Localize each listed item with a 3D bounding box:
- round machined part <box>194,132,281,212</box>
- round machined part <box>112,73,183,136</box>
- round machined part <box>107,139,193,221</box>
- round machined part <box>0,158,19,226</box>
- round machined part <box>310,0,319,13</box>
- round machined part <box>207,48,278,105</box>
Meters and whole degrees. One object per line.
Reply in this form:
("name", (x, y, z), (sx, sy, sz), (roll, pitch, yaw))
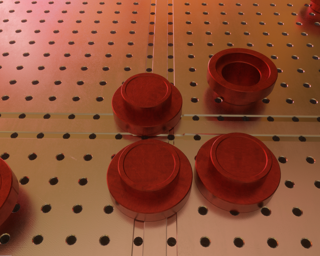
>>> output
("round machined part", (0.090, 0.044, 0.361), (0.099, 0.042, 0.098), (0, 50, 0))
("round machined part", (-0.018, -0.039, 0.430), (0.099, 0.042, 0.098), (0, 50, 0))
("round machined part", (-0.012, 0.051, 0.354), (0.099, 0.042, 0.098), (0, 50, 0))
("round machined part", (-0.201, 0.078, 0.330), (0.099, 0.042, 0.098), (0, 50, 0))
("round machined part", (0.341, -0.261, 0.618), (0.099, 0.042, 0.098), (0, 50, 0))
("round machined part", (0.118, -0.072, 0.458), (0.099, 0.042, 0.098), (0, 50, 0))
